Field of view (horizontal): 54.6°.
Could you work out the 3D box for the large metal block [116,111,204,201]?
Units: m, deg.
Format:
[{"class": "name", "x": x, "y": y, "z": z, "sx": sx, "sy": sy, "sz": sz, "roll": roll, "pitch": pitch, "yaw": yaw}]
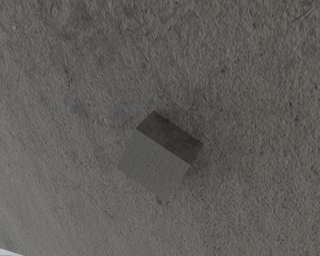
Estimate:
[{"class": "large metal block", "x": -0.001, "y": 0.038, "z": 0.415, "sx": 0.080, "sy": 0.050, "sz": 0.080, "roll": 33, "pitch": 129, "yaw": 6}]
